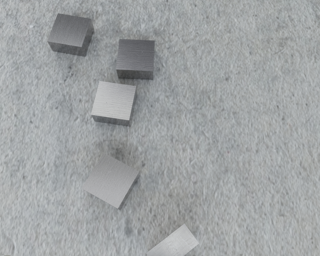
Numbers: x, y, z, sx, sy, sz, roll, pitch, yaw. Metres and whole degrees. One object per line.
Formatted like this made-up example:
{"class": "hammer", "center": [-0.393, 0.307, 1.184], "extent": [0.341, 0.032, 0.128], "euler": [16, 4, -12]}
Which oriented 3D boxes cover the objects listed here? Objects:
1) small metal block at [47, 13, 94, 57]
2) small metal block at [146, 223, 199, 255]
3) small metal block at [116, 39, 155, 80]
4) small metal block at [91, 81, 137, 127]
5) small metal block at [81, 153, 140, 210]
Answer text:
{"class": "small metal block", "center": [-0.130, -0.137, 0.457], "extent": [0.050, 0.025, 0.050], "euler": [11, 70, 3]}
{"class": "small metal block", "center": [0.013, 0.134, 0.346], "extent": [0.050, 0.050, 0.025], "euler": [-34, 74, -12]}
{"class": "small metal block", "center": [-0.034, -0.098, 0.444], "extent": [0.050, 0.025, 0.050], "euler": [3, 70, 0]}
{"class": "small metal block", "center": [-0.061, -0.032, 0.419], "extent": [0.050, 0.025, 0.050], "euler": [9, 70, 2]}
{"class": "small metal block", "center": [-0.059, 0.066, 0.383], "extent": [0.050, 0.025, 0.050], "euler": [27, 72, 9]}
